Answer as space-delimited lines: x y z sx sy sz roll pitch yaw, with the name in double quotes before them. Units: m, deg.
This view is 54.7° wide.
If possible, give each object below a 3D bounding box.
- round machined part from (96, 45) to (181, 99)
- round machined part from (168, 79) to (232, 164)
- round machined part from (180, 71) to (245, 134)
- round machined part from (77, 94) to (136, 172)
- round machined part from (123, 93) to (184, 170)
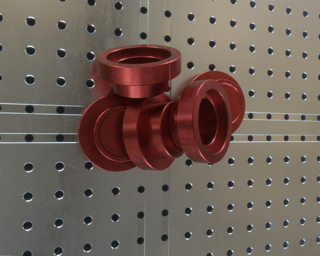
"round machined part" -0.024 -0.067 0.371 0.099 0.098 0.042 -13 120 -20
"round machined part" 0.046 -0.007 0.371 0.099 0.042 0.097 2 87 -53
"round machined part" 0.079 -0.032 0.434 0.099 0.042 0.097 0 90 -21
"round machined part" -0.051 0.006 0.386 0.099 0.042 0.097 0 90 -21
"round machined part" 0.002 0.003 0.380 0.099 0.042 0.097 8 80 -57
